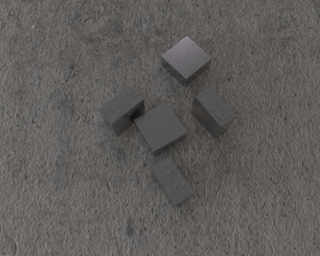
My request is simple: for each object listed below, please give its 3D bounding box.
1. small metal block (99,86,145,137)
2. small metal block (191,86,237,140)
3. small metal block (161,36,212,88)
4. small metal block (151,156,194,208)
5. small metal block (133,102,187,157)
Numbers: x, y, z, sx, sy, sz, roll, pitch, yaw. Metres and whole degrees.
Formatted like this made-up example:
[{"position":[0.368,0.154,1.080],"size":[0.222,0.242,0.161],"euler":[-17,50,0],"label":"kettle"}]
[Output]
[{"position":[-0.047,-0.020,0.402],"size":[0.050,0.050,0.025],"euler":[-40,75,-13],"label":"small metal block"},{"position":[0.068,-0.019,0.402],"size":[0.025,0.050,0.050],"euler":[-35,74,-12],"label":"small metal block"},{"position":[0.037,-0.095,0.443],"size":[0.050,0.025,0.050],"euler":[-41,75,-14],"label":"small metal block"},{"position":[0.014,0.067,0.370],"size":[0.025,0.050,0.050],"euler":[-32,73,-11],"label":"small metal block"},{"position":[0.000,0.002,0.407],"size":[0.050,0.025,0.050],"euler":[-29,73,-10],"label":"small metal block"}]
